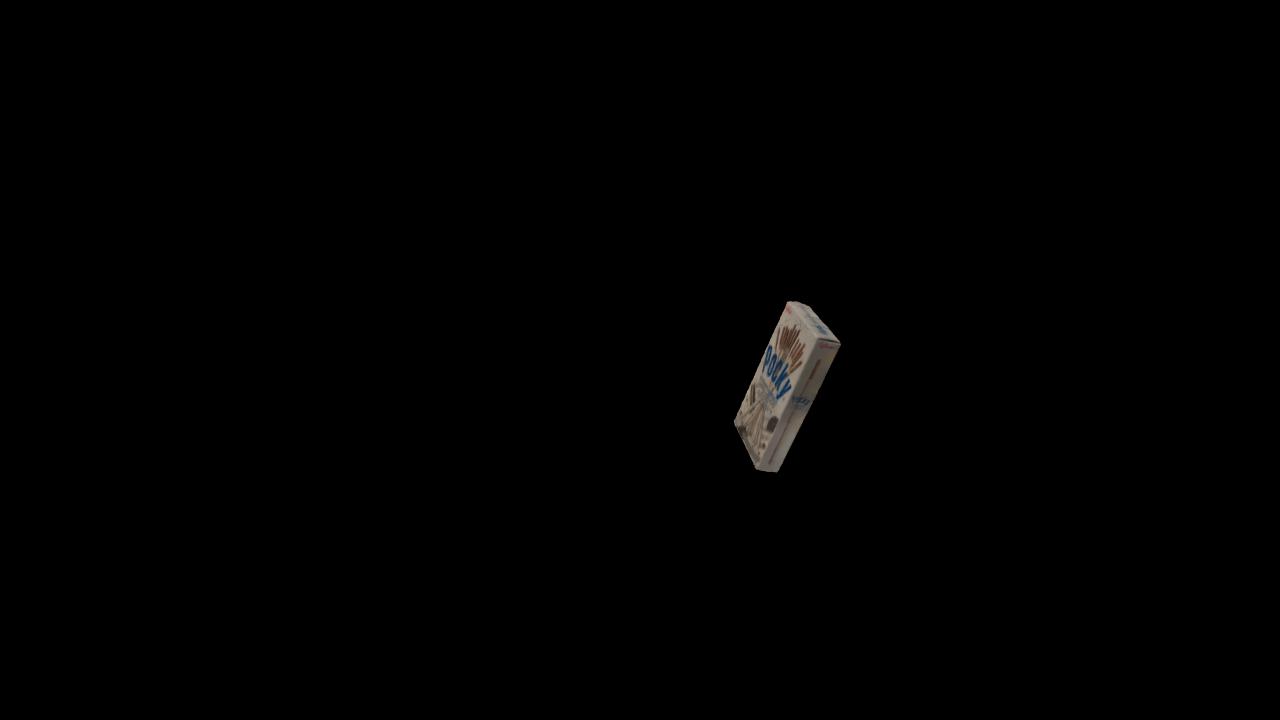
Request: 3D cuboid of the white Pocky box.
[{"bbox_3d":[0.142,0.027,0.614,0.028,0.154,0.084,11,27,-15],"label":"white Pocky box"}]
